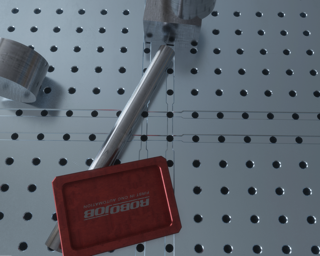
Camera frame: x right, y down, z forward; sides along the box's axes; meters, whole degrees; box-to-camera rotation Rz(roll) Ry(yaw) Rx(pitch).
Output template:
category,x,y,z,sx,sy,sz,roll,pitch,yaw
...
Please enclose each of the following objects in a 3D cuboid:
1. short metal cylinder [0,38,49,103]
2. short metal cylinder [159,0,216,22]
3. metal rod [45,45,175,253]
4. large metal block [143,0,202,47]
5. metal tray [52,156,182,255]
category,x,y,z,sx,sy,sz,roll,pitch,yaw
short metal cylinder,-0.195,-0.074,0.408,0.080,0.080,0.050,12,71,4
short metal cylinder,0.039,-0.191,0.415,0.081,0.050,0.080,0,70,0
metal rod,-0.056,0.013,0.406,0.025,0.025,0.300,25,72,9
large metal block,0.021,-0.173,0.462,0.080,0.050,0.080,7,70,2
metal tray,-0.049,0.089,0.358,0.131,0.030,0.090,-10,78,-14
